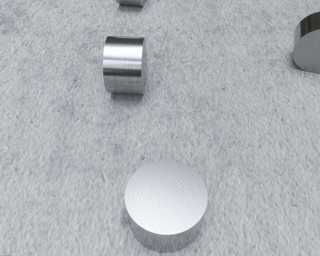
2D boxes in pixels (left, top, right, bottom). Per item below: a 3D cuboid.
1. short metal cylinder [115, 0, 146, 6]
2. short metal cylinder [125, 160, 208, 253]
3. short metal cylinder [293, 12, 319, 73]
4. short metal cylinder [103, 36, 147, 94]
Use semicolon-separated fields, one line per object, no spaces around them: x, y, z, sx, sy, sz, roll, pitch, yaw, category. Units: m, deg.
-0.055;-0.283;0.605;0.050;0.080;0.080;9;51;7;short metal cylinder
0.006;0.080;0.320;0.081;0.050;0.080;0;50;0;short metal cylinder
0.251;-0.133;0.482;0.080;0.080;0.050;13;51;10;short metal cylinder
-0.048;-0.089;0.442;0.050;0.080;0.080;3;50;2;short metal cylinder
